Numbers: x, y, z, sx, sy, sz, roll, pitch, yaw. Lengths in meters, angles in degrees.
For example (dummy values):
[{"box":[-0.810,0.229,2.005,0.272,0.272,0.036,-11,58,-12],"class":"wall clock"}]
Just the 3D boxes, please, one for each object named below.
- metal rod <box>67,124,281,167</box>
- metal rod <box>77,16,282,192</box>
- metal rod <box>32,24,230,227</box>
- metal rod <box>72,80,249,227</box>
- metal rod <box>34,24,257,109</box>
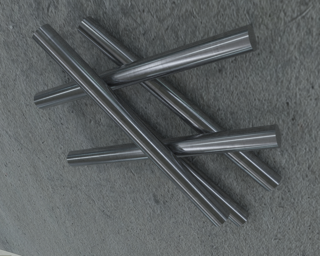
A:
[{"box":[-0.005,0.028,0.395,0.300,0.025,0.025,-9,114,31],"class":"metal rod"},{"box":[0.023,-0.029,0.376,0.300,0.025,0.025,40,129,0],"class":"metal rod"},{"box":[-0.029,0.001,0.358,0.300,0.025,0.025,46,129,-5],"class":"metal rod"},{"box":[0.001,0.026,0.421,0.300,0.025,0.025,42,129,-1],"class":"metal rod"},{"box":[-0.042,-0.060,0.360,0.300,0.025,0.025,-10,114,32],"class":"metal rod"}]
